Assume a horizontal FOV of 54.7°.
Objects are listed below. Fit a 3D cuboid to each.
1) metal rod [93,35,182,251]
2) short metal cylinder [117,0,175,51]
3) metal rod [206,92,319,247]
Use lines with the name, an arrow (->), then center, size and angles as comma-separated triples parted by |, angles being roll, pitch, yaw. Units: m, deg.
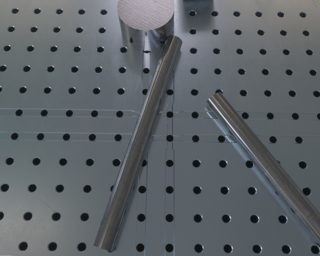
metal rod -> -0.022, 0.005, 0.409 | 0.025, 0.025, 0.299 | 16, 71, 6
short metal cylinder -> -0.020, -0.162, 0.457 | 0.081, 0.050, 0.080 | 0, 70, 0
metal rod -> 0.157, 0.075, 0.385 | 0.025, 0.025, 0.299 | -32, 73, -11
